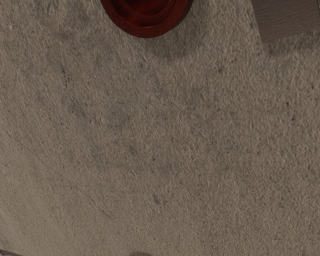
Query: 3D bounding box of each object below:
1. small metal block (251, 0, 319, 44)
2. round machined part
[{"bbox_3d":[0.113,-0.110,0.279,0.050,0.025,0.050,-9,114,31],"label":"small metal block"},{"bbox_3d":[-0.010,-0.144,0.311,0.098,0.042,0.097,13,124,20],"label":"round machined part"}]
